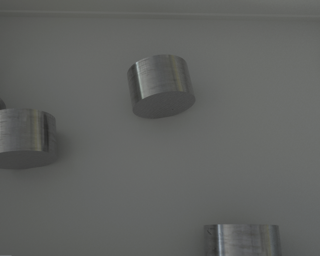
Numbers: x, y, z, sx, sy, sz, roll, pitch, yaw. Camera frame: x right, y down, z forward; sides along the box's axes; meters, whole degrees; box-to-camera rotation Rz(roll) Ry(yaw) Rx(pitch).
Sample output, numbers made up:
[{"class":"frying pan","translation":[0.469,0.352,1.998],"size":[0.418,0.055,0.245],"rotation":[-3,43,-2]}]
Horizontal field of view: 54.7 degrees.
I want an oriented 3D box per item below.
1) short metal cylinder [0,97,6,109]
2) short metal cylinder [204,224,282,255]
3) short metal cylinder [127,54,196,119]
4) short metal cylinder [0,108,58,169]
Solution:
[{"class":"short metal cylinder","translation":[-0.244,-0.027,0.383],"size":[0.080,0.080,0.050],"rotation":[21,61,7]},{"class":"short metal cylinder","translation":[0.088,0.131,0.334],"size":[0.081,0.080,0.050],"rotation":[1,70,0]},{"class":"short metal cylinder","translation":[0.001,-0.051,0.399],"size":[0.081,0.080,0.050],"rotation":[-9,71,-4]},{"class":"short metal cylinder","translation":[-0.167,0.015,0.373],"size":[0.081,0.080,0.050],"rotation":[-8,71,-3]}]
